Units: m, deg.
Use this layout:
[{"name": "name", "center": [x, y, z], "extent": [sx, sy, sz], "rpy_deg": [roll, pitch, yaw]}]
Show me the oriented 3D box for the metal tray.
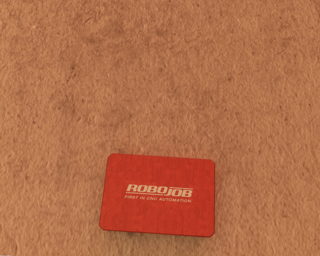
[{"name": "metal tray", "center": [-0.001, 0.081, 0.376], "extent": [0.131, 0.030, 0.090], "rpy_deg": [4, 70, 1]}]
